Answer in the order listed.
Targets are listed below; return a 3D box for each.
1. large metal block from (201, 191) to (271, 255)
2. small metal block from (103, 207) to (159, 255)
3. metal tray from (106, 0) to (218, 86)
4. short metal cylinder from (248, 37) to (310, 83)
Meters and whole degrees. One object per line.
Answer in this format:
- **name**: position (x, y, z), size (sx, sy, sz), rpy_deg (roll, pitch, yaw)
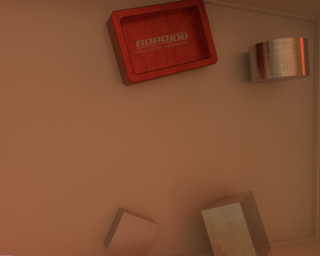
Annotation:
- **large metal block**: position (0.102, 0.134, 0.405), size (0.080, 0.050, 0.080), rpy_deg (1, 70, -63)
- **small metal block**: position (-0.037, 0.137, 0.398), size (0.050, 0.025, 0.050), rpy_deg (27, 81, -19)
- **metal tray**: position (0.005, -0.114, 0.410), size (0.131, 0.030, 0.089), rpy_deg (-17, 96, -20)
- **short metal cylinder**: position (0.170, -0.095, 0.446), size (0.081, 0.080, 0.050), rpy_deg (-6, 92, -20)
